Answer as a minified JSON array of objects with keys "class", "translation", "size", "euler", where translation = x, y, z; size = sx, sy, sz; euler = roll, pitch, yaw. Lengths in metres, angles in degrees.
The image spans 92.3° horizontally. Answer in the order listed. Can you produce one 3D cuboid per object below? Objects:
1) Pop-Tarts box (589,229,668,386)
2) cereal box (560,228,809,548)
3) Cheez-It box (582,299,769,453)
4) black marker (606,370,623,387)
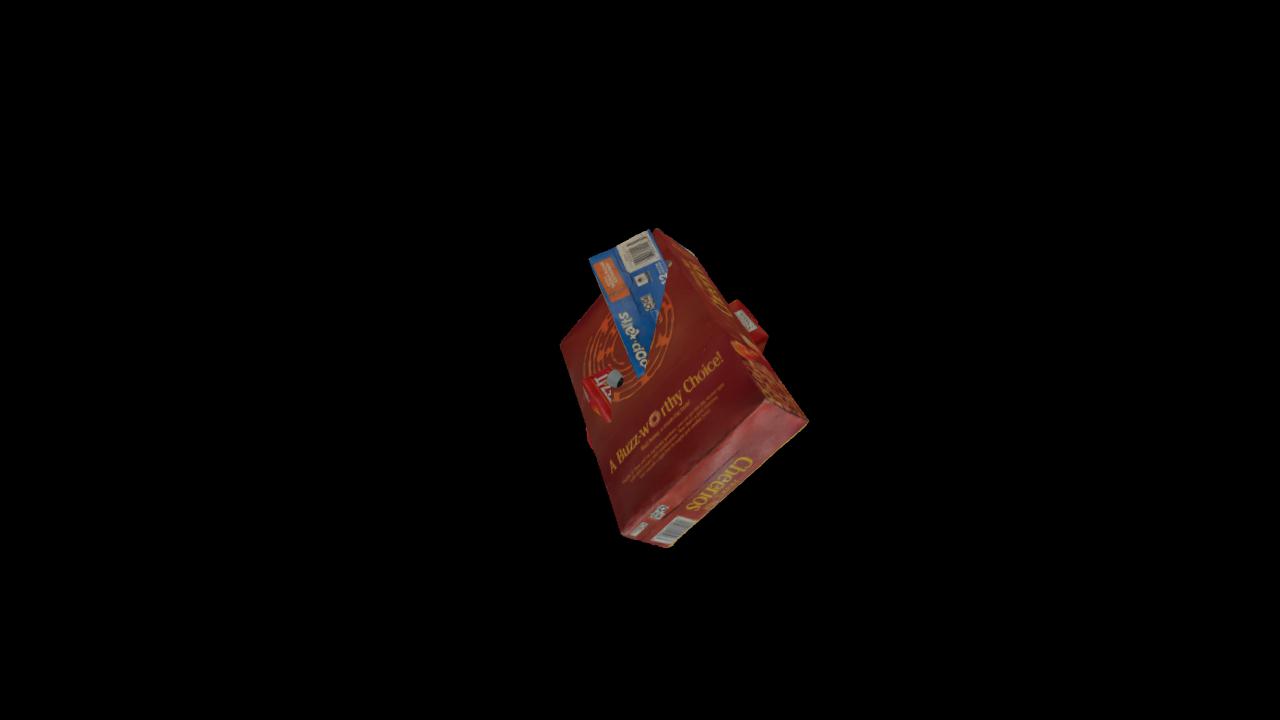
[{"class":"Pop-Tarts box","translation":[0.019,-0.040,0.731],"size":[0.083,0.167,0.141],"euler":[-24,-25,4]},{"class":"cereal box","translation":[0.025,0.017,0.677],"size":[0.081,0.203,0.306],"euler":[26,26,-37]},{"class":"Cheez-It box","translation":[0.040,0.038,0.764],"size":[0.223,0.071,0.166],"euler":[-26,-27,-18]},{"class":"black marker","translation":[0.017,0.043,0.648],"size":[0.121,0.020,0.020],"euler":[27,13,26]}]
